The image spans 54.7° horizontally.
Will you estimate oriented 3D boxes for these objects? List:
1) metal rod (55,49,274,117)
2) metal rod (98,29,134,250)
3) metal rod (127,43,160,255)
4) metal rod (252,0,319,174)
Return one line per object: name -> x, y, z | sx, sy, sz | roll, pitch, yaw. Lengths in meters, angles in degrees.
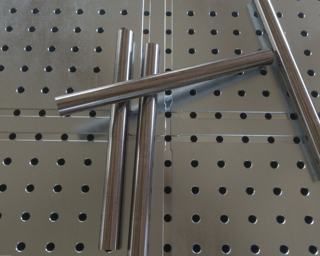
metal rod -> 0.017, -0.064, 0.412 | 0.302, 0.025, 0.025 | -16, 71, -15
metal rod -> -0.055, 0.001, 0.410 | 0.025, 0.025, 0.299 | 2, 70, 0
metal rod -> -0.019, 0.023, 0.403 | 0.025, 0.025, 0.299 | 3, 70, 1
metal rod -> 0.187, -0.075, 0.441 | 0.025, 0.025, 0.299 | -11, 70, -4
